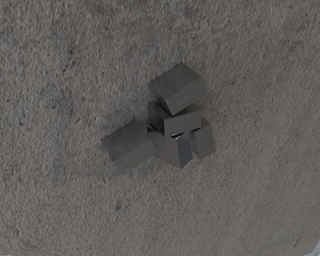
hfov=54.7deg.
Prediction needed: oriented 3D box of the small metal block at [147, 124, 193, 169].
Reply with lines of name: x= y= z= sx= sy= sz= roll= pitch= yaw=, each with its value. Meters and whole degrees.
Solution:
small metal block: x=0.013 y=0.020 z=0.406 sx=0.025 sy=0.050 sz=0.050 roll=-38 pitch=134 yaw=-33

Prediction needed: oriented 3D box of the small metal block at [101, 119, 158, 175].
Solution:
small metal block: x=-0.039 y=0.022 z=0.383 sx=0.050 sy=0.050 sz=0.025 roll=-33 pitch=129 yaw=-7

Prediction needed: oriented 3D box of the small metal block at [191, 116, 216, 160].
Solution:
small metal block: x=0.049 y=0.007 z=0.421 sx=0.025 sy=0.050 sz=0.050 roll=-26 pitch=128 yaw=-12

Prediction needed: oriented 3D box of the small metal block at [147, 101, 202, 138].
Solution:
small metal block: x=0.018 y=-0.016 z=0.390 sx=0.050 sy=0.050 sz=0.025 roll=-15 pitch=124 yaw=-20

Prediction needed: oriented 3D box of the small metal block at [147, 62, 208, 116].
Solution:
small metal block: x=0.020 y=-0.048 z=0.372 sx=0.050 sy=0.050 sz=0.025 roll=-33 pitch=129 yaw=-7
